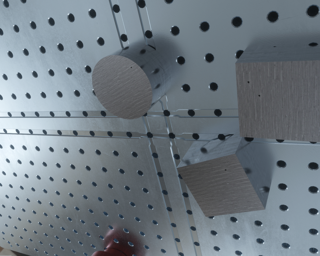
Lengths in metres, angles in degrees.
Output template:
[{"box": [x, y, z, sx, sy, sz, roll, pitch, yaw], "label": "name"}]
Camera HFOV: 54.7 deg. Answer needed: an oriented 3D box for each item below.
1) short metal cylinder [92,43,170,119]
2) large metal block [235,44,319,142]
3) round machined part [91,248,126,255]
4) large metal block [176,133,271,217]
[{"box": [-0.034, -0.057, 0.378, 0.080, 0.050, 0.079, 13, 124, 21], "label": "short metal cylinder"}, {"box": [0.123, -0.035, 0.308, 0.080, 0.050, 0.079, 4, 120, 26], "label": "large metal block"}, {"box": [-0.096, 0.283, 0.626, 0.098, 0.042, 0.097, 13, 124, 21], "label": "round machined part"}, {"box": [0.081, 0.060, 0.389, 0.080, 0.050, 0.080, -20, 108, 35], "label": "large metal block"}]
